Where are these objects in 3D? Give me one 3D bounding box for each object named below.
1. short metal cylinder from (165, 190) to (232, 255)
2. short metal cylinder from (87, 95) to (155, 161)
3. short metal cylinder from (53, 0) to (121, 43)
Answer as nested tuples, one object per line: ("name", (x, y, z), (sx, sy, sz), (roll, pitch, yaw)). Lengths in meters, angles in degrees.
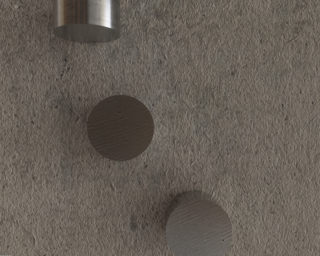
("short metal cylinder", (0.047, 0.125, 0.398), (0.081, 0.050, 0.080), (0, 90, 0))
("short metal cylinder", (-0.047, 0.000, 0.397), (0.081, 0.050, 0.080), (0, 90, 0))
("short metal cylinder", (-0.090, -0.140, 0.382), (0.081, 0.080, 0.050), (-1, 90, 0))
